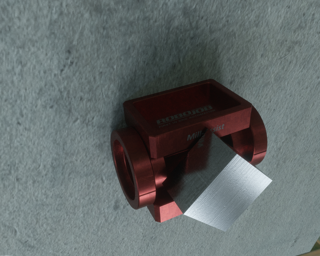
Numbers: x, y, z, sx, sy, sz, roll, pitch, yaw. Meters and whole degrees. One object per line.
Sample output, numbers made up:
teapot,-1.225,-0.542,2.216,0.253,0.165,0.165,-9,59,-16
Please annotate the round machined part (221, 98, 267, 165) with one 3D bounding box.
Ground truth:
round machined part,0.096,0.010,0.421,0.042,0.098,0.097,-15,125,-21

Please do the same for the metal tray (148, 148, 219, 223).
metal tray,0.036,0.067,0.427,0.131,0.090,0.030,-16,125,-20

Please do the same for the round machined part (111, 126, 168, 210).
round machined part,-0.024,0.045,0.377,0.042,0.098,0.097,-15,125,-21

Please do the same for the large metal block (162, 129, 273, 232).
large metal block,0.064,0.060,0.347,0.080,0.050,0.080,34,99,-39

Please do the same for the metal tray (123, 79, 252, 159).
metal tray,0.032,-0.017,0.376,0.131,0.090,0.030,-17,126,-19
